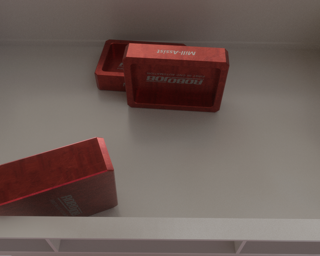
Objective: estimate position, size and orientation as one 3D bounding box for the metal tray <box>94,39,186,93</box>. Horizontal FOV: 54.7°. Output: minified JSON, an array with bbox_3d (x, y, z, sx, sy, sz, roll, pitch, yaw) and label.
[{"bbox_3d":[-0.026,-0.096,0.482,0.131,0.030,0.090,4,50,3],"label":"metal tray"}]

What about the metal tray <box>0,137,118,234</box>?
[{"bbox_3d":[-0.088,0.059,0.284,0.091,0.129,0.030,-17,67,-14],"label":"metal tray"}]

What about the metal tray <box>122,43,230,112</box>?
[{"bbox_3d":[0.020,-0.065,0.417,0.131,0.089,0.030,4,51,2],"label":"metal tray"}]
